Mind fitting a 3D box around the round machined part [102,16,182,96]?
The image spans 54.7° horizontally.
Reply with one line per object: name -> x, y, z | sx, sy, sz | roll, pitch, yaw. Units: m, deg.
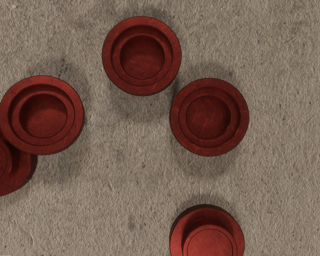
round machined part -> -0.023, -0.090, 0.401 | 0.099, 0.042, 0.097 | 0, 90, -1

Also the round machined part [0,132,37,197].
round machined part -> -0.215, 0.041, 0.399 | 0.099, 0.042, 0.097 | 0, 90, -1

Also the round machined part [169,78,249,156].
round machined part -> 0.061, -0.014, 0.402 | 0.099, 0.042, 0.097 | 0, 90, -1

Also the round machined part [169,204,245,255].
round machined part -> 0.062, 0.153, 0.402 | 0.099, 0.042, 0.097 | 0, 90, -1

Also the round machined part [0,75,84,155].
round machined part -> -0.146, -0.014, 0.393 | 0.099, 0.042, 0.097 | 1, 83, -10
